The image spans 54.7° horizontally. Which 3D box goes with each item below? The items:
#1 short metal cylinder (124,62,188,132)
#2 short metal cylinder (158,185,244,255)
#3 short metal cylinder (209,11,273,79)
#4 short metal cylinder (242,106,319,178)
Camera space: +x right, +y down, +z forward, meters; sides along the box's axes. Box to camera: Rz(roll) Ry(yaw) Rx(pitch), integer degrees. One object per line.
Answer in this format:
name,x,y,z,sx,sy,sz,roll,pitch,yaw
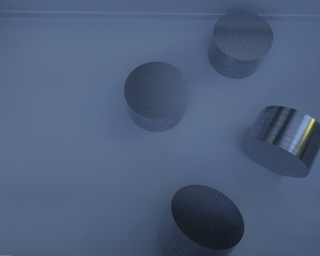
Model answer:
short metal cylinder,-0.005,-0.040,0.411,0.081,0.050,0.080,0,70,0
short metal cylinder,0.043,0.109,0.337,0.081,0.050,0.080,13,36,-9
short metal cylinder,0.112,-0.117,0.440,0.081,0.050,0.080,0,70,0
short metal cylinder,0.149,0.017,0.375,0.080,0.080,0.050,30,73,10
